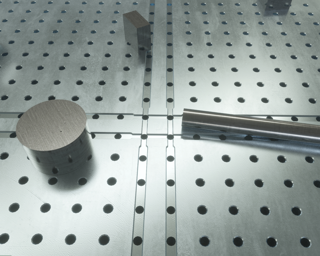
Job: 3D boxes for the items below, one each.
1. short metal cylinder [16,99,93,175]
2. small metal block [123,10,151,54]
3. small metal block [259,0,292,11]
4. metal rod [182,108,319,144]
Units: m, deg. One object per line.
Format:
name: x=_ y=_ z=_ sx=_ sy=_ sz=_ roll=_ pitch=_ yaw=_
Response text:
short metal cylinder: x=-0.127 y=0.010 z=0.381 sx=0.081 sy=0.050 sz=0.080 roll=0 pitch=50 yaw=0
small metal block: x=-0.039 y=-0.163 z=0.528 sx=0.025 sy=0.050 sz=0.050 roll=-25 pitch=54 yaw=-19
small metal block: x=0.234 y=-0.266 z=0.632 sx=0.050 sy=0.025 sz=0.050 roll=-5 pitch=50 yaw=-4
metal rod: x=0.180 y=0.005 z=0.404 sx=0.302 sy=0.025 sz=0.025 roll=7 pitch=51 yaw=6
